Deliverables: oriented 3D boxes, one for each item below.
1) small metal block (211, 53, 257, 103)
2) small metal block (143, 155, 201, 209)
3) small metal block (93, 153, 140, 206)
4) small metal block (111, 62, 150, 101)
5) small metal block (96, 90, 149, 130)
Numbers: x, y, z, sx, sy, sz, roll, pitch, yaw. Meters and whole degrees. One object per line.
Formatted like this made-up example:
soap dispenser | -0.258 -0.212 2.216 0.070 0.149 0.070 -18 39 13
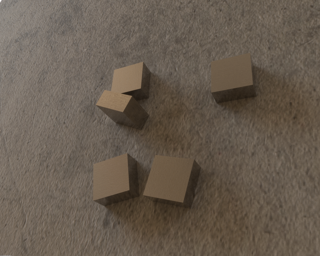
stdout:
small metal block | 0.093 -0.063 0.393 0.050 0.025 0.050 -9 58 23
small metal block | 0.015 0.061 0.358 0.050 0.025 0.050 4 63 29
small metal block | -0.056 0.066 0.391 0.050 0.025 0.050 -19 54 16
small metal block | -0.044 -0.067 0.466 0.050 0.025 0.050 -11 57 22
small metal block | -0.051 -0.025 0.428 0.050 0.050 0.025 16 70 34
